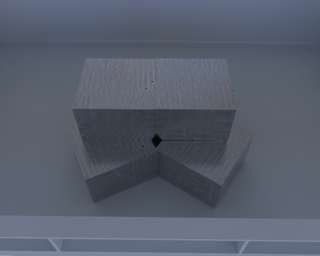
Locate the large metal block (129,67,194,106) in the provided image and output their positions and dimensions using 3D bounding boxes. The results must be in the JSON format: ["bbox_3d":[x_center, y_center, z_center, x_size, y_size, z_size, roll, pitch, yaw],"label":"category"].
[{"bbox_3d":[0.003,-0.042,0.422,0.080,0.050,0.080,1,50,1],"label":"large metal block"}]

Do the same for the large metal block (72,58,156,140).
[{"bbox_3d":[-0.046,-0.033,0.349,0.080,0.050,0.080,1,50,0],"label":"large metal block"}]

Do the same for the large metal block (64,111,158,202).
[{"bbox_3d":[-0.056,0.027,0.364,0.081,0.050,0.080,-21,53,-17],"label":"large metal block"}]

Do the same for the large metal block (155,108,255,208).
[{"bbox_3d":[0.051,0.031,0.360,0.080,0.050,0.080,27,55,21],"label":"large metal block"}]

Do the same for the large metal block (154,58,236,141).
[{"bbox_3d":[0.035,-0.033,0.348,0.080,0.050,0.080,1,50,0],"label":"large metal block"}]
